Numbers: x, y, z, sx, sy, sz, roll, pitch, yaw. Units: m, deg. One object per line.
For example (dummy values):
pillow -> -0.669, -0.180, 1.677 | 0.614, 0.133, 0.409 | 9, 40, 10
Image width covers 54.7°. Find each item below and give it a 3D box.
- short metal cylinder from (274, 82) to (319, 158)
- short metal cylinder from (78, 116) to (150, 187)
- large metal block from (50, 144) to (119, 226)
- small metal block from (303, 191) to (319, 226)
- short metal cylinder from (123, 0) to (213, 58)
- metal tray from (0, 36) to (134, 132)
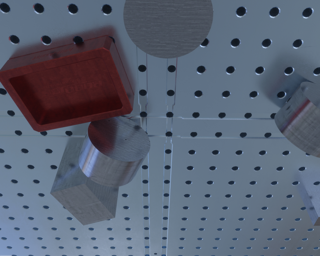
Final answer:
short metal cylinder -> 0.186, -0.011, 0.368 | 0.081, 0.080, 0.050 | 17, 128, -14
short metal cylinder -> -0.059, 0.028, 0.399 | 0.081, 0.080, 0.050 | 18, 128, -15
large metal block -> -0.101, 0.078, 0.441 | 0.050, 0.080, 0.080 | -18, 128, 14
small metal block -> 0.272, 0.132, 0.510 | 0.050, 0.050, 0.025 | 0, 130, 0
short metal cylinder -> 0.007, -0.115, 0.297 | 0.081, 0.050, 0.079 | 0, 130, 0
metal tray -> -0.106, -0.048, 0.366 | 0.131, 0.030, 0.090 | -11, 130, 9
